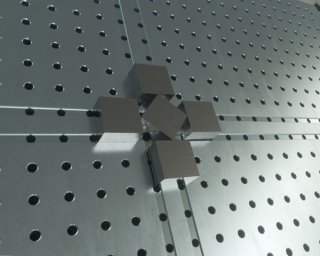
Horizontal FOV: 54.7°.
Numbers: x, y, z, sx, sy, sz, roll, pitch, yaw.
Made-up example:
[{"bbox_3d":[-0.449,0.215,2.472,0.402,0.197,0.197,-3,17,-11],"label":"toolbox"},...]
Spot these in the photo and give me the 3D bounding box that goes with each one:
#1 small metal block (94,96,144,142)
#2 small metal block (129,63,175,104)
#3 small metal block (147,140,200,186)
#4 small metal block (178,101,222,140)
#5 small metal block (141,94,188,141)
[{"bbox_3d":[-0.052,-0.010,0.387,0.050,0.025,0.050,1,61,-28],"label":"small metal block"},{"bbox_3d":[-0.012,-0.062,0.441,0.050,0.025,0.050,-1,62,-29],"label":"small metal block"},{"bbox_3d":[0.017,0.043,0.392,0.050,0.025,0.050,0,62,-29],"label":"small metal block"},{"bbox_3d":[0.055,-0.011,0.446,0.050,0.025,0.050,0,62,-29],"label":"small metal block"},{"bbox_3d":[0.002,-0.010,0.416,0.050,0.025,0.050,36,51,-5],"label":"small metal block"}]
